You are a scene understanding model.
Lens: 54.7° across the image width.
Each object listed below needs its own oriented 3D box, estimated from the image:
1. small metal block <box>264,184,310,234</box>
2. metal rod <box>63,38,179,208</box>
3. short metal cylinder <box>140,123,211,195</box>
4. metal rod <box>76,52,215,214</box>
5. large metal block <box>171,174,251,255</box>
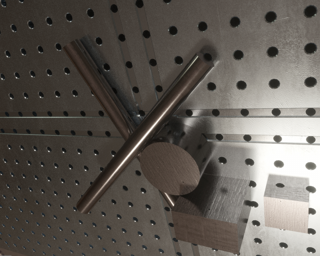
[{"bbox_3d":[0.159,0.101,0.389,0.050,0.025,0.050,3,120,26],"label":"small metal block"},{"bbox_3d":[-0.038,0.013,0.437,0.025,0.025,0.299,-22,107,36],"label":"metal rod"},{"bbox_3d":[0.021,0.041,0.407,0.080,0.050,0.079,12,122,20],"label":"short metal cylinder"},{"bbox_3d":[-0.035,0.024,0.411,0.025,0.025,0.298,40,119,0],"label":"metal rod"},{"bbox_3d":[0.070,0.106,0.404,0.080,0.080,0.050,5,121,25],"label":"large metal block"}]
